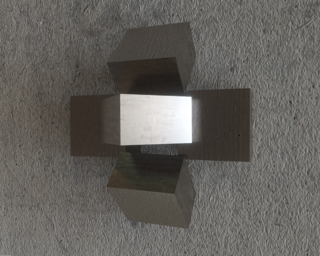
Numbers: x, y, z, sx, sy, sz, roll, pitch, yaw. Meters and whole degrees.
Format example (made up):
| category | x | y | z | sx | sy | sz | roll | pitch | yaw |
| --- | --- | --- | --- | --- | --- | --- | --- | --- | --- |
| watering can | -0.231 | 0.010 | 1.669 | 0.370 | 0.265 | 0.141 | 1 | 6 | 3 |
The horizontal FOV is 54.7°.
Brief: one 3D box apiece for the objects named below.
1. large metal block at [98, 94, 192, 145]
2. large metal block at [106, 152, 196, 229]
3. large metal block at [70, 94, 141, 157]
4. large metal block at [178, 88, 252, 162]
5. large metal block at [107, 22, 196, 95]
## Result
| category | x | y | z | sx | sy | sz | roll | pitch | yaw |
| --- | --- | --- | --- | --- | --- | --- | --- | --- | --- |
| large metal block | -0.020 | -0.008 | 0.352 | 0.080 | 0.081 | 0.050 | 0 | 90 | 64 |
| large metal block | -0.006 | 0.076 | 0.376 | 0.080 | 0.080 | 0.050 | 1 | 47 | 20 |
| large metal block | -0.073 | -0.003 | 0.421 | 0.080 | 0.050 | 0.079 | 0 | 90 | 19 |
| large metal block | 0.067 | -0.003 | 0.370 | 0.080 | 0.050 | 0.079 | 0 | 90 | 19 |
| large metal block | -0.006 | -0.083 | 0.376 | 0.080 | 0.080 | 0.050 | 0 | 134 | 20 |
